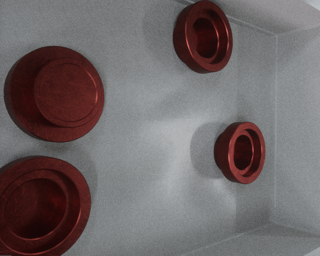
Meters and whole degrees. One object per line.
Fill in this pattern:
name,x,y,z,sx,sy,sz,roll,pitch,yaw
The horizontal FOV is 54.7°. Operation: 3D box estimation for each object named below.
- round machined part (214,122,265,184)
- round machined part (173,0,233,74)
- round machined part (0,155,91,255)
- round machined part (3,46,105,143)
round machined part,0.125,0.039,0.500,0.099,0.042,0.097,0,90,-40
round machined part,0.057,-0.126,0.443,0.099,0.042,0.097,0,90,-40
round machined part,-0.120,0.075,0.295,0.099,0.042,0.097,0,90,-40
round machined part,-0.099,-0.034,0.312,0.099,0.042,0.097,0,90,-40
